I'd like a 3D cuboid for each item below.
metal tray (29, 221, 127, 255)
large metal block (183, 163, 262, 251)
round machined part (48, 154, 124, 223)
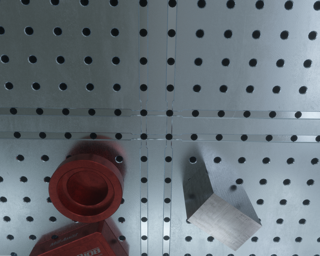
[{"bbox_3d":[-0.127,0.208,0.486,0.130,0.030,0.090,-24,109,8],"label":"metal tray"},{"bbox_3d":[0.081,0.105,0.423,0.080,0.080,0.050,36,106,-12],"label":"large metal block"},{"bbox_3d":[-0.099,0.080,0.433,0.099,0.042,0.097,0,110,0],"label":"round machined part"}]
